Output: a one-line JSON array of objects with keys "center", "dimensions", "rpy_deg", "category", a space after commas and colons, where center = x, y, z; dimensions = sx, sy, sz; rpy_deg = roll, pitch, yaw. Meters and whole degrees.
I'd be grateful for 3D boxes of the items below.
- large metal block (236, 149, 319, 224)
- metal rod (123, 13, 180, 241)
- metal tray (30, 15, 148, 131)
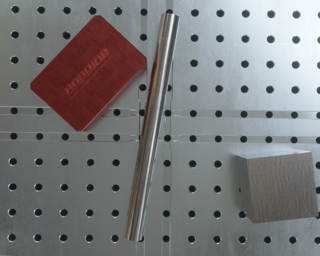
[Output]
[{"center": [0.150, 0.073, 0.403], "dimensions": [0.081, 0.050, 0.079], "rpy_deg": [-6, 90, -1], "category": "large metal block"}, {"center": [-0.011, -0.001, 0.413], "dimensions": [0.025, 0.025, 0.298], "rpy_deg": [10, 90, -1], "category": "metal rod"}, {"center": [-0.091, -0.070, 0.410], "dimensions": [0.090, 0.030, 0.130], "rpy_deg": [43, 90, -1], "category": "metal tray"}]
